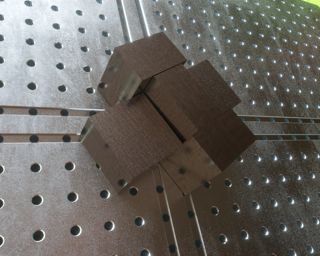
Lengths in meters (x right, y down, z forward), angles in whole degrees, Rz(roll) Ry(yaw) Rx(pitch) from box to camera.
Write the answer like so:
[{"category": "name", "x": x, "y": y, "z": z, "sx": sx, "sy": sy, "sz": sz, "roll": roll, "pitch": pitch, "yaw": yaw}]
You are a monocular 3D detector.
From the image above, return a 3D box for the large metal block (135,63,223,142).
[{"category": "large metal block", "x": 0.018, "y": -0.020, "z": 0.394, "sx": 0.050, "sy": 0.080, "sz": 0.080, "roll": -33, "pitch": 80, "yaw": -38}]

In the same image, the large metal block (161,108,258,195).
[{"category": "large metal block", "x": 0.060, "y": 0.029, "z": 0.386, "sx": 0.081, "sy": 0.080, "sz": 0.050, "roll": -32, "pitch": 80, "yaw": -39}]

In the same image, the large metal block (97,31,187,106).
[{"category": "large metal block", "x": -0.024, "y": -0.069, "z": 0.401, "sx": 0.081, "sy": 0.080, "sz": 0.050, "roll": -32, "pitch": 79, "yaw": -38}]

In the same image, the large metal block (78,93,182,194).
[{"category": "large metal block", "x": -0.034, "y": 0.016, "z": 0.365, "sx": 0.081, "sy": 0.050, "sz": 0.080, "roll": -30, "pitch": 78, "yaw": -38}]

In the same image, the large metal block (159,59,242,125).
[{"category": "large metal block", "x": 0.056, "y": -0.042, "z": 0.446, "sx": 0.081, "sy": 0.050, "sz": 0.080, "roll": -33, "pitch": 82, "yaw": -38}]
